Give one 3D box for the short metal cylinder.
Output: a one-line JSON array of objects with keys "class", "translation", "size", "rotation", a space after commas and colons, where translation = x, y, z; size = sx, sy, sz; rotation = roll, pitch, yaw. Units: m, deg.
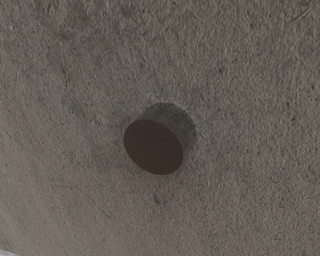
[{"class": "short metal cylinder", "translation": [0.001, 0.013, 0.399], "size": [0.080, 0.050, 0.079], "rotation": [13, 124, 20]}]
